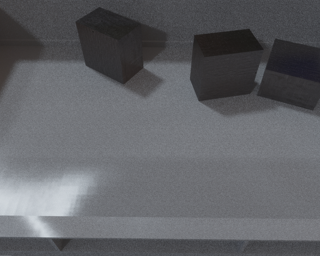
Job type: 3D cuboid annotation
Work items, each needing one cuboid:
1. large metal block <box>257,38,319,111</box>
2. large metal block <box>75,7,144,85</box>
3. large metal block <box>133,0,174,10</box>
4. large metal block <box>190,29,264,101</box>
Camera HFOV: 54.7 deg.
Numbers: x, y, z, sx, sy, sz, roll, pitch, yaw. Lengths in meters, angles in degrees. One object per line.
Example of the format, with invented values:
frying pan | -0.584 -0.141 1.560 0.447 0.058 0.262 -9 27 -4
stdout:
large metal block | 0.198 -0.081 0.458 0.080 0.050 0.080 18 52 14
large metal block | -0.074 -0.126 0.474 0.080 0.080 0.050 28 56 22
large metal block | -0.012 -0.284 0.630 0.080 0.050 0.080 1 50 1
large metal block | 0.091 -0.089 0.445 0.081 0.080 0.050 -9 51 -7
